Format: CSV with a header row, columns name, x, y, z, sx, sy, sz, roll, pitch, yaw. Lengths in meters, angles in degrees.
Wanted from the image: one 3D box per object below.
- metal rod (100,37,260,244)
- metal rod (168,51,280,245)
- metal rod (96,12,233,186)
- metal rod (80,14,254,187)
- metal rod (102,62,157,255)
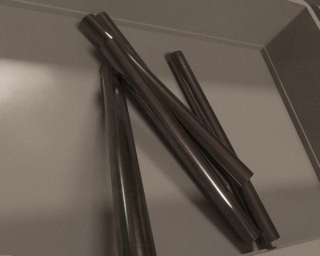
name,x,y,z,sx,sy,sz,roll,pitch,yaw
metal rod,0.025,0.016,0.386,0.025,0.025,0.299,-37,90,-39
metal rod,0.083,0.015,0.443,0.025,0.025,0.299,-12,68,-33
metal rod,-0.001,-0.043,0.433,0.025,0.025,0.299,-29,78,-38
metal rod,0.003,-0.042,0.406,0.300,0.025,0.025,46,51,8
metal rod,-0.039,0.009,0.303,0.025,0.025,0.300,13,32,-22
